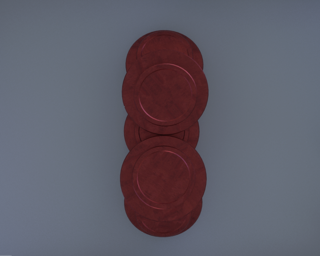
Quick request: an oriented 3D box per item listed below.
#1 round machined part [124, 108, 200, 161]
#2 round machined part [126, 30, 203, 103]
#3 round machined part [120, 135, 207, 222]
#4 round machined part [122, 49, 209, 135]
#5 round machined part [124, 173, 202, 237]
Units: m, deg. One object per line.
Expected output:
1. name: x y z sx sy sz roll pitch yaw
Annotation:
1. round machined part: 0.002 0.004 0.401 0.099 0.042 0.097 0 89 0
2. round machined part: 0.006 -0.082 0.390 0.099 0.042 0.098 0 74 -1
3. round machined part: 0.004 0.056 0.350 0.099 0.042 0.098 0 79 0
4. round machined part: 0.006 -0.039 0.350 0.099 0.042 0.097 0 102 0
5. round machined part: 0.004 0.095 0.388 0.099 0.042 0.097 0 105 0
